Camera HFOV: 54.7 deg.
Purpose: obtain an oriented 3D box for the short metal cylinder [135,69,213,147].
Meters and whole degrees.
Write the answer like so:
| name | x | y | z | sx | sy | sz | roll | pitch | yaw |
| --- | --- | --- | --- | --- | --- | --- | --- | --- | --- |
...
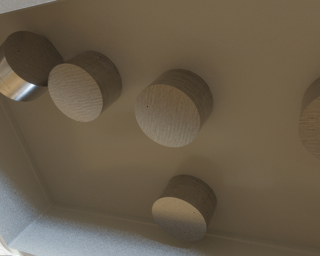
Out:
| name | x | y | z | sx | sy | sz | roll | pitch | yaw |
| --- | --- | --- | --- | --- | --- | --- | --- | --- | --- |
| short metal cylinder | 0.017 | -0.024 | 0.369 | 0.080 | 0.050 | 0.079 | 13 | 124 | 21 |

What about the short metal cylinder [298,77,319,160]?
| name | x | y | z | sx | sy | sz | roll | pitch | yaw |
| --- | --- | --- | --- | --- | --- | --- | --- | --- | --- |
| short metal cylinder | 0.177 | -0.010 | 0.293 | 0.080 | 0.050 | 0.079 | 13 | 124 | 21 |

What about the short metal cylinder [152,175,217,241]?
| name | x | y | z | sx | sy | sz | roll | pitch | yaw |
| --- | --- | --- | --- | --- | --- | --- | --- | --- | --- |
| short metal cylinder | 0.036 | 0.114 | 0.444 | 0.080 | 0.050 | 0.079 | 13 | 124 | 21 |

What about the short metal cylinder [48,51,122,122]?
| name | x | y | z | sx | sy | sz | roll | pitch | yaw |
| --- | --- | --- | --- | --- | --- | --- | --- | --- | --- |
| short metal cylinder | -0.098 | -0.055 | 0.408 | 0.080 | 0.050 | 0.079 | 12 | 124 | 18 |

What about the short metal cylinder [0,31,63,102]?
| name | x | y | z | sx | sy | sz | roll | pitch | yaw |
| --- | --- | --- | --- | --- | --- | --- | --- | --- | --- |
| short metal cylinder | -0.179 | -0.082 | 0.417 | 0.050 | 0.080 | 0.080 | -25 | 105 | 37 |
